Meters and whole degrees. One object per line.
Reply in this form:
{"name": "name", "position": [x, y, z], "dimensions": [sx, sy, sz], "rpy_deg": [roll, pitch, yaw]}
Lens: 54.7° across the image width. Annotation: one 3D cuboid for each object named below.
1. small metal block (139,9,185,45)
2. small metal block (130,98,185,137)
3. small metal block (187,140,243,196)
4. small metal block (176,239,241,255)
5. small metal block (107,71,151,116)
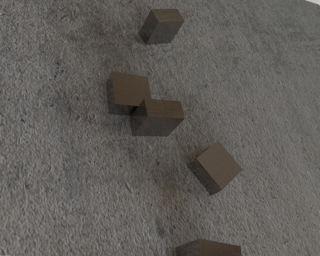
{"name": "small metal block", "position": [0.002, -0.158, 0.485], "dimensions": [0.050, 0.050, 0.025], "rpy_deg": [-16, 70, -34]}
{"name": "small metal block", "position": [-0.004, -0.012, 0.392], "dimensions": [0.050, 0.050, 0.025], "rpy_deg": [2, 61, -27]}
{"name": "small metal block", "position": [0.073, 0.053, 0.411], "dimensions": [0.050, 0.025, 0.050], "rpy_deg": [-32, 80, -38]}
{"name": "small metal block", "position": [0.051, 0.139, 0.330], "dimensions": [0.050, 0.050, 0.025], "rpy_deg": [17, 55, -19]}
{"name": "small metal block", "position": [-0.041, -0.044, 0.408], "dimensions": [0.050, 0.025, 0.050], "rpy_deg": [5, 60, -26]}
